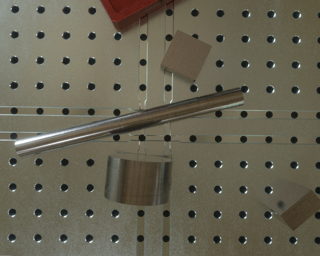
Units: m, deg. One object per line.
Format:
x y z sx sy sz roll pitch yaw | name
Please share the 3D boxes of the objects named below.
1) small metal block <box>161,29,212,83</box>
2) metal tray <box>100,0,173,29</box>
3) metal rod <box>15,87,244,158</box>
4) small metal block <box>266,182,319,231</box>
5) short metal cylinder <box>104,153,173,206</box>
0.034 -0.095 0.414 0.050 0.025 0.050 26 90 -1 | small metal block
-0.024 -0.203 0.410 0.130 0.030 0.090 -29 90 -1 | metal tray
-0.039 -0.008 0.412 0.302 0.025 0.025 -13 90 -1 | metal rod
0.174 0.101 0.403 0.050 0.050 0.025 -40 90 0 | small metal block
-0.027 0.061 0.386 0.081 0.080 0.050 6 90 -1 | short metal cylinder
